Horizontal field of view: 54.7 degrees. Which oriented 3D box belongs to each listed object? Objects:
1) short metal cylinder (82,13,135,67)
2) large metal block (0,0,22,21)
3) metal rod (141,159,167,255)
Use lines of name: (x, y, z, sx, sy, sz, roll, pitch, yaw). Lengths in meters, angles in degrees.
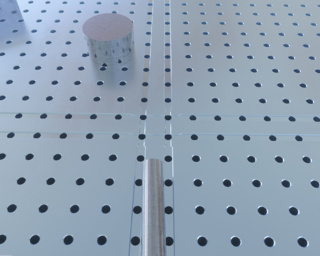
short metal cylinder: (-0.083, -0.146, 0.513, 0.081, 0.050, 0.080, 0, 50, 0)
large metal block: (-0.327, -0.246, 0.594, 0.081, 0.050, 0.080, -28, 56, -22)
metal rod: (-0.005, 0.158, 0.274, 0.025, 0.025, 0.300, -1, 50, -1)
